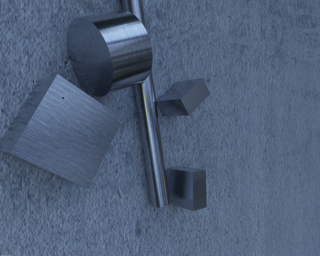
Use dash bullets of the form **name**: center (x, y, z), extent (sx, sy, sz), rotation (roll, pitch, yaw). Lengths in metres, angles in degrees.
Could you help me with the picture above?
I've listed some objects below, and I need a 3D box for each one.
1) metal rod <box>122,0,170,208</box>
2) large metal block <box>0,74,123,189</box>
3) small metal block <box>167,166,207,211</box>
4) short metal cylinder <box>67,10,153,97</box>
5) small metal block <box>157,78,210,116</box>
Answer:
- **metal rod**: center (-0.019, -0.047, 0.390), extent (0.025, 0.025, 0.298), rotation (-13, 99, -40)
- **large metal block**: center (-0.097, 0.005, 0.308), extent (0.080, 0.050, 0.080), rotation (36, 68, -34)
- **small metal block**: center (0.035, 0.080, 0.421), extent (0.025, 0.050, 0.050), rotation (-2, 92, -40)
- **short metal cylinder**: center (-0.054, -0.078, 0.325), extent (0.050, 0.080, 0.080), rotation (-27, 108, -37)
- **small metal block**: center (0.030, -0.041, 0.416), extent (0.050, 0.050, 0.025), rotation (-44, 117, -31)
